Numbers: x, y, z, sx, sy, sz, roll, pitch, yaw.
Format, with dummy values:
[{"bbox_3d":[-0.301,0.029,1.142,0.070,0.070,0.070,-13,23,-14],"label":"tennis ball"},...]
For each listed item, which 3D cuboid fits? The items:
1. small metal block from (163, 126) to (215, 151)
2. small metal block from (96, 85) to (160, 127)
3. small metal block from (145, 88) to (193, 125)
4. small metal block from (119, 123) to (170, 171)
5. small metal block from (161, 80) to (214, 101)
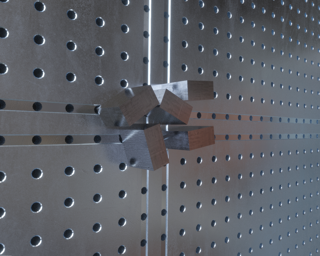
[{"bbox_3d":[0.039,0.013,0.428,0.050,0.050,0.025,-11,97,-40],"label":"small metal block"},{"bbox_3d":[-0.038,-0.026,0.363,0.050,0.050,0.025,-40,115,-33],"label":"small metal block"},{"bbox_3d":[0.005,-0.026,0.399,0.050,0.050,0.025,30,71,-36],"label":"small metal block"},{"bbox_3d":[-0.020,0.022,0.378,0.025,0.050,0.050,-23,105,-38],"label":"small metal block"},{"bbox_3d":[0.038,-0.050,0.427,0.050,0.050,0.025,-6,94,-40],"label":"small metal block"}]
